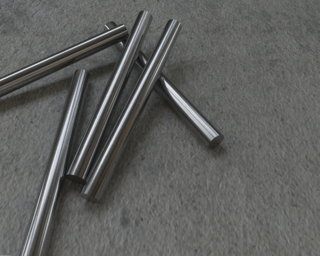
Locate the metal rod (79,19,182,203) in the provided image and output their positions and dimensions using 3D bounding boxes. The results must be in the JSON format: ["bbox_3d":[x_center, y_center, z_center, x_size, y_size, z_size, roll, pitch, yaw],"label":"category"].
[{"bbox_3d":[-0.027,-0.043,0.414,0.025,0.025,0.300,15,59,12],"label":"metal rod"}]

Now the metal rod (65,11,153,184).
[{"bbox_3d":[-0.060,-0.063,0.433,0.025,0.025,0.300,11,57,8],"label":"metal rod"}]

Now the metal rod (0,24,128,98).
[{"bbox_3d":[-0.181,-0.083,0.454,0.302,0.025,0.025,-30,57,-18],"label":"metal rod"}]

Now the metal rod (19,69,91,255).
[{"bbox_3d":[-0.120,0.035,0.371,0.025,0.025,0.300,1,50,0],"label":"metal rod"}]

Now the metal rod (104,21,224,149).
[{"bbox_3d":[-0.009,-0.080,0.470,0.025,0.025,0.300,-25,55,-20],"label":"metal rod"}]
